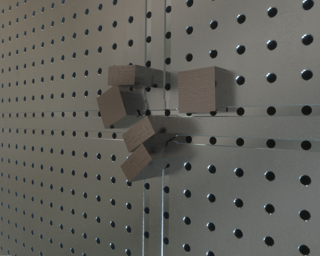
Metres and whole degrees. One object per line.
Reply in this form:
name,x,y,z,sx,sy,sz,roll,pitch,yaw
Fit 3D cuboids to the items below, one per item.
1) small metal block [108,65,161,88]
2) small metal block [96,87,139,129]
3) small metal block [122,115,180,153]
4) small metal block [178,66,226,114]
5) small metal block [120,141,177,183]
small metal block,-0.034,-0.068,0.419,0.050,0.050,0.025,6,94,39
small metal block,-0.063,-0.032,0.459,0.050,0.025,0.050,-28,73,36
small metal block,-0.011,0.008,0.401,0.050,0.050,0.025,-36,68,34
small metal block,0.050,-0.043,0.367,0.050,0.025,0.050,-1,89,39
small metal block,-0.014,0.043,0.403,0.050,0.050,0.025,-47,63,29
